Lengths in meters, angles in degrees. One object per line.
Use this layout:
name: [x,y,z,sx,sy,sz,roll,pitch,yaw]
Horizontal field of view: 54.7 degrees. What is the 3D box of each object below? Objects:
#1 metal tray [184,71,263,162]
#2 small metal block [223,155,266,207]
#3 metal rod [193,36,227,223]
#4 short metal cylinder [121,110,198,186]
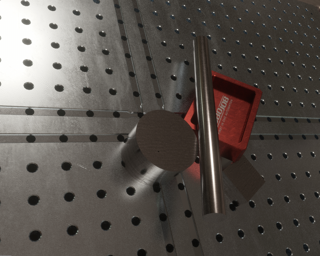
metal tray: [0.091,-0.022,0.453,0.090,0.030,0.130,23,51,7]
small metal block: [0.109,0.071,0.426,0.050,0.025,0.050,-32,80,-38]
metal rod: [0.061,-0.024,0.412,0.025,0.025,0.300,18,48,-18]
short metal cylinder: [-0.001,0.025,0.378,0.081,0.050,0.080,14,56,-21]
